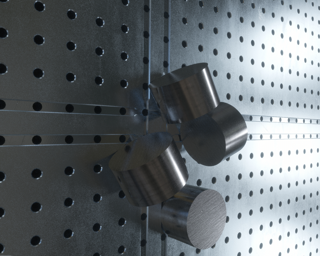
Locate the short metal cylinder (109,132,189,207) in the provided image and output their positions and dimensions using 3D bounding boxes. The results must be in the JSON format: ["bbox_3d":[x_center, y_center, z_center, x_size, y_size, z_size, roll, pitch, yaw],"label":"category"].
[{"bbox_3d":[-0.013,0.046,0.365,0.080,0.080,0.050,-39,114,-33],"label":"short metal cylinder"}]

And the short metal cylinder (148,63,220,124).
[{"bbox_3d":[0.032,-0.046,0.402,0.081,0.080,0.050,-36,112,-35],"label":"short metal cylinder"}]

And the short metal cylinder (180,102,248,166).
[{"bbox_3d":[0.075,0.008,0.439,0.050,0.080,0.079,-23,105,-38],"label":"short metal cylinder"}]

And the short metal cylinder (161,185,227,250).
[{"bbox_3d":[0.048,0.123,0.436,0.081,0.050,0.079,0,90,-40],"label":"short metal cylinder"}]
